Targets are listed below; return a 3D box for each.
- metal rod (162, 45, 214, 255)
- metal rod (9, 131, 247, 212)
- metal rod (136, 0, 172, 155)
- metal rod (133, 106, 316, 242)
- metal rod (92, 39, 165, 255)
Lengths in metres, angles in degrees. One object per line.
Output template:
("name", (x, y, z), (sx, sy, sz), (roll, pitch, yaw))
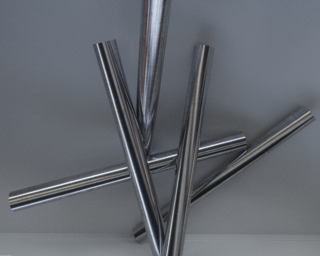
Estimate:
("metal rod", (0.032, 0.049, 0.381), (0.025, 0.025, 0.298), (8, 92, -4))
("metal rod", (-0.033, 0.053, 0.397), (0.302, 0.025, 0.025), (-14, 110, -8))
("metal rod", (-0.010, -0.055, 0.317), (0.025, 0.025, 0.298), (6, 139, -3))
("metal rod", (0.081, 0.071, 0.438), (0.300, 0.025, 0.025), (-39, 106, 12))
("metal rod", (-0.025, 0.048, 0.370), (0.025, 0.025, 0.298), (-12, 108, 4))
